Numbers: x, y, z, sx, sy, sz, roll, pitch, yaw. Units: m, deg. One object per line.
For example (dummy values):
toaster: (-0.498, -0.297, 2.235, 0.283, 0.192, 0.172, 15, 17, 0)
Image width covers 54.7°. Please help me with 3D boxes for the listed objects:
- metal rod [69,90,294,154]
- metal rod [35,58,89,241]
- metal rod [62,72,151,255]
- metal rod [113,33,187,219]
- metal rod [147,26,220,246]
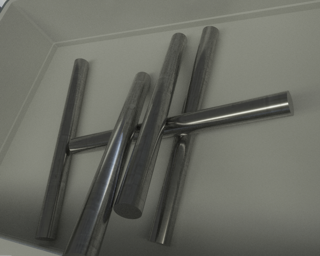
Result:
metal rod: (0.000, 0.002, 0.375, 0.300, 0.025, 0.025, -11, 57, 32)
metal rod: (-0.143, 0.014, 0.472, 0.025, 0.025, 0.299, -12, 56, 22)
metal rod: (-0.042, 0.012, 0.345, 0.025, 0.025, 0.300, -17, 31, 18)
metal rod: (0.001, -0.032, 0.369, 0.025, 0.025, 0.300, -10, 40, 23)
metal rod: (0.037, -0.008, 0.391, 0.025, 0.025, 0.300, 2, 62, 29)
